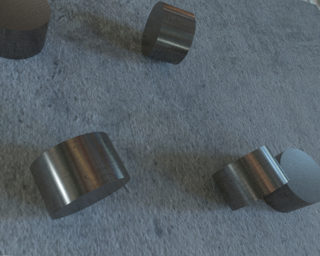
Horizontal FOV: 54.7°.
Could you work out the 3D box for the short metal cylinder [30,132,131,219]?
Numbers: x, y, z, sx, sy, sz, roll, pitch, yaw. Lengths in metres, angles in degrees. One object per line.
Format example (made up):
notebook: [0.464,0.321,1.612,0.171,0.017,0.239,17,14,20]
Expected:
short metal cylinder: [-0.076,0.046,0.300,0.081,0.080,0.050,-20,73,-36]

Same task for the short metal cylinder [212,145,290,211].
short metal cylinder: [0.113,0.063,0.393,0.081,0.080,0.050,-18,72,-35]

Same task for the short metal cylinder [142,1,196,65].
short metal cylinder: [0.011,-0.140,0.461,0.050,0.080,0.080,12,57,-22]

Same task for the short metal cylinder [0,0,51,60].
short metal cylinder: [-0.177,-0.130,0.372,0.081,0.050,0.080,14,56,-21]

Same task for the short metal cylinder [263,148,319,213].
short metal cylinder: [0.187,0.076,0.445,0.081,0.050,0.080,14,56,-21]
